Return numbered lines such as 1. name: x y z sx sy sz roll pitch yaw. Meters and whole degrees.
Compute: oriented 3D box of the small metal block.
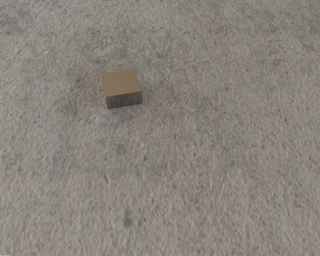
1. small metal block: -0.056 -0.057 0.452 0.050 0.025 0.050 -11 51 -9
